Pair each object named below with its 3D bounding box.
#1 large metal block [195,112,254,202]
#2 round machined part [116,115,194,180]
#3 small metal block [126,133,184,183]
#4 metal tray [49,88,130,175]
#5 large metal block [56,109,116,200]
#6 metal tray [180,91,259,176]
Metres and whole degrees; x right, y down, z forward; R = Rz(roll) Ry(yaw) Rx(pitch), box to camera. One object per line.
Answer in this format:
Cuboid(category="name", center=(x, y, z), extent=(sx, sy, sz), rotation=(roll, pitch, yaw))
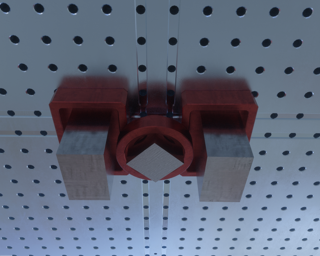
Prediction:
Cuboid(category="large metal block", center=(0.075, 0.036, 0.389), extent=(0.050, 0.080, 0.079), rotation=(1, 130, -1))
Cuboid(category="round machined part", center=(-0.007, 0.022, 0.407), extent=(0.099, 0.042, 0.097), rotation=(0, 130, 0))
Cuboid(category="small metal block", center=(-0.006, 0.036, 0.389), extent=(0.050, 0.025, 0.050), rotation=(37, 121, -27))
Cuboid(category="metal tray", center=(-0.086, 0.010, 0.414), extent=(0.091, 0.030, 0.129), rotation=(0, 130, -1))
Cuboid(category="large metal block", center=(-0.086, 0.033, 0.385), extent=(0.050, 0.080, 0.079), rotation=(1, 130, -1))
Cuboid(category="metal tray", center=(0.072, 0.012, 0.418), extent=(0.091, 0.030, 0.129), rotation=(0, 130, 0))
